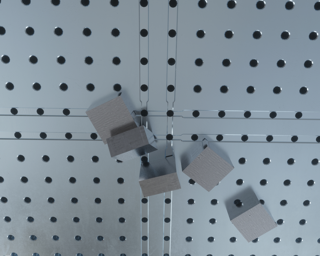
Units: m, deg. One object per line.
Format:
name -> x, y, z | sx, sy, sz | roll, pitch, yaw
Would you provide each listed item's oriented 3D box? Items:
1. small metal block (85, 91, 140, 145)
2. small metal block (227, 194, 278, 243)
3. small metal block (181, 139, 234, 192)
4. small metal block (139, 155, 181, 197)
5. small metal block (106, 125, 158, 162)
small metal block -> -0.061, -0.014, 0.408 | 0.050, 0.025, 0.050 | -24, 108, 8
small metal block -> 0.138, 0.135, 0.464 | 0.050, 0.025, 0.050 | -35, 107, 12
small metal block -> 0.066, 0.053, 0.433 | 0.050, 0.025, 0.050 | 39, 105, -13
small metal block -> 0.000, 0.065, 0.424 | 0.050, 0.050, 0.025 | -14, 110, 5
small metal block -> -0.035, 0.022, 0.405 | 0.050, 0.050, 0.025 | -20, 74, 7
